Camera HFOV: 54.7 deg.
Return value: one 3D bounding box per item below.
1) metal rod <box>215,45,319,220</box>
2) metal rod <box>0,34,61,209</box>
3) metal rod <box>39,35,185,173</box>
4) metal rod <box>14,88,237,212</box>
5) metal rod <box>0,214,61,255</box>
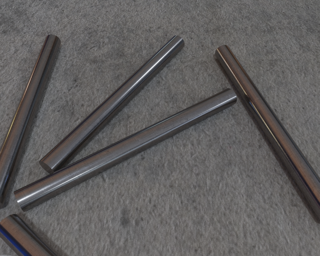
[{"bbox_3d":[0.142,-0.015,0.417,0.025,0.025,0.300,-12,51,-10],"label":"metal rod"},{"bbox_3d":[-0.181,-0.033,0.428,0.025,0.025,0.300,0,50,0],"label":"metal rod"},{"bbox_3d":[-0.050,-0.049,0.443,0.025,0.025,0.301,26,55,20],"label":"metal rod"},{"bbox_3d":[-0.025,0.017,0.388,0.302,0.025,0.025,-26,55,-21],"label":"metal rod"},{"bbox_3d":[-0.037,0.170,0.259,0.300,0.025,0.025,31,56,23],"label":"metal rod"}]
